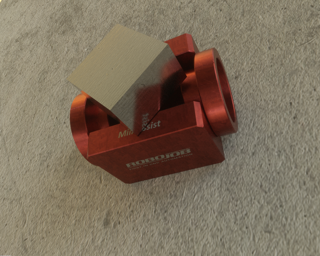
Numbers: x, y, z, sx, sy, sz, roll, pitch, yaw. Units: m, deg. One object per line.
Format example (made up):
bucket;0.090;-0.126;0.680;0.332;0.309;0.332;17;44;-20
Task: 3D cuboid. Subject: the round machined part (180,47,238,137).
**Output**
round machined part;0.055;-0.037;0.352;0.042;0.098;0.098;-15;56;20

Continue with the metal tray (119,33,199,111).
metal tray;-0.005;-0.060;0.403;0.130;0.090;0.030;-17;55;18

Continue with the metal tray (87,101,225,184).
metal tray;-0.003;0.022;0.348;0.130;0.090;0.030;-16;56;18

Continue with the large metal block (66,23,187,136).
large metal block;-0.034;-0.052;0.319;0.080;0.050;0.080;34;80;38

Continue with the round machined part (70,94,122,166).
round machined part;-0.066;-0.003;0.393;0.042;0.098;0.098;-15;56;20
